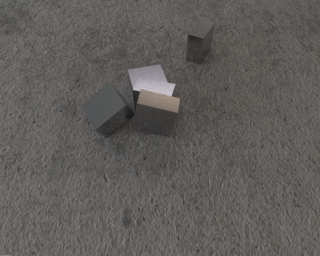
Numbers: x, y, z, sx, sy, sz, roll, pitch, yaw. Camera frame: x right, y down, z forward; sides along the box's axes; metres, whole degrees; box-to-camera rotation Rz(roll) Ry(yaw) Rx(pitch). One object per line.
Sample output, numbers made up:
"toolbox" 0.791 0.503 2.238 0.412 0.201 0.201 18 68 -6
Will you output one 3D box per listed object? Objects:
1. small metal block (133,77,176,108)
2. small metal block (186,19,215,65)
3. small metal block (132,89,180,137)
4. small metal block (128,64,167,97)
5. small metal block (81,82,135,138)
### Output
"small metal block" -0.007 -0.037 0.418 0.050 0.050 0.025 11 51 9
"small metal block" 0.066 -0.141 0.505 0.025 0.050 0.050 22 53 17
"small metal block" -0.006 -0.018 0.396 0.050 0.050 0.025 13 51 -4
"small metal block" -0.018 -0.065 0.457 0.050 0.025 0.050 -11 51 -10
"small metal block" -0.069 -0.024 0.410 0.050 0.025 0.050 -39 56 4
